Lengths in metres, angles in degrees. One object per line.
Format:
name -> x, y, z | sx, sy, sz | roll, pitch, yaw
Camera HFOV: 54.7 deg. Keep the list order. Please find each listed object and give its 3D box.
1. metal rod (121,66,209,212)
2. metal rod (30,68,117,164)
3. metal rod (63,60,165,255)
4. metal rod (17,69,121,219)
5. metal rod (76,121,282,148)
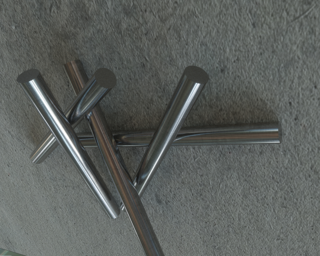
metal rod -> -0.009, 0.039, 0.406 | 0.025, 0.025, 0.298 | 33, 138, 6
metal rod -> -0.139, 0.000, 0.443 | 0.025, 0.025, 0.299 | 49, 140, -7
metal rod -> -0.062, 0.050, 0.429 | 0.025, 0.025, 0.299 | -19, 96, 35
metal rod -> -0.112, 0.046, 0.438 | 0.025, 0.025, 0.299 | 9, 140, 24
metal rod -> 0.001, 0.012, 0.413 | 0.300, 0.025, 0.025 | -3, 117, 29
